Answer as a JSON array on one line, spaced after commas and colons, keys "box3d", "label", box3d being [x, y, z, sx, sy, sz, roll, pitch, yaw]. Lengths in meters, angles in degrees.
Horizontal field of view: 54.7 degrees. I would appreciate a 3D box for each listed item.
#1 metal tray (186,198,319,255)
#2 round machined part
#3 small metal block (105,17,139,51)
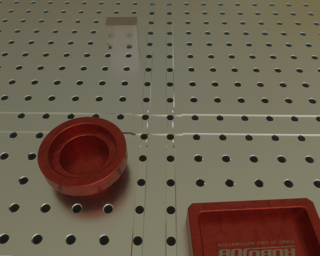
[{"box3d": [0.096, 0.119, 0.304, 0.131, 0.030, 0.090, -2, 50, -2], "label": "metal tray"}, {"box3d": [-0.087, 0.036, 0.365, 0.099, 0.042, 0.098, 0, 50, 0], "label": "round machined part"}, {"box3d": [-0.063, -0.159, 0.524, 0.050, 0.050, 0.025, -1, 50, -1], "label": "small metal block"}]
